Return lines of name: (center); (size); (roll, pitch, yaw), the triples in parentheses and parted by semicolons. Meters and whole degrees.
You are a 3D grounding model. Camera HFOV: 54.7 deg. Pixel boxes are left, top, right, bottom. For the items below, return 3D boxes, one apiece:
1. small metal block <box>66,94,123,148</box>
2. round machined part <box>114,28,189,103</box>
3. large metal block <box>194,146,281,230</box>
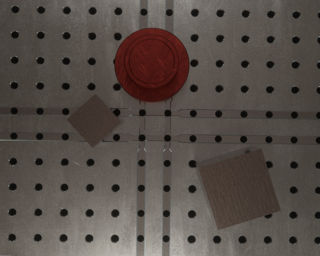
small metal block: (-0.085, -0.009, 0.412); (0.050, 0.025, 0.050); (-42, 91, 0)
round machined part: (-0.010, -0.083, 0.405); (0.099, 0.042, 0.097); (0, 90, -1)
large metal block: (0.097, 0.075, 0.402); (0.080, 0.050, 0.080); (-17, 90, -1)
